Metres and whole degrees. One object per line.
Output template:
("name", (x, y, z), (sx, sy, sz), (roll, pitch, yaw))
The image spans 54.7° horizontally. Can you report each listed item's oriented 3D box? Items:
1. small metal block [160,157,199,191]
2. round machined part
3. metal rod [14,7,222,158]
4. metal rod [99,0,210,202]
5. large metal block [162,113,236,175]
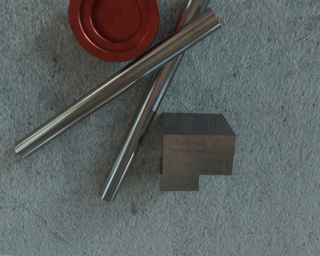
("small metal block", (0.025, 0.061, 0.420), (0.050, 0.050, 0.025), (0, 110, 0))
("round machined part", (-0.049, -0.127, 0.353), (0.099, 0.042, 0.097), (0, 110, -1))
("metal rod", (-0.063, -0.045, 0.375), (0.300, 0.025, 0.025), (-31, 108, 17))
("metal rod", (-0.013, -0.030, 0.398), (0.025, 0.025, 0.298), (23, 108, -9))
("large metal block", (0.043, 0.017, 0.387), (0.081, 0.080, 0.050), (1, 110, -1))
